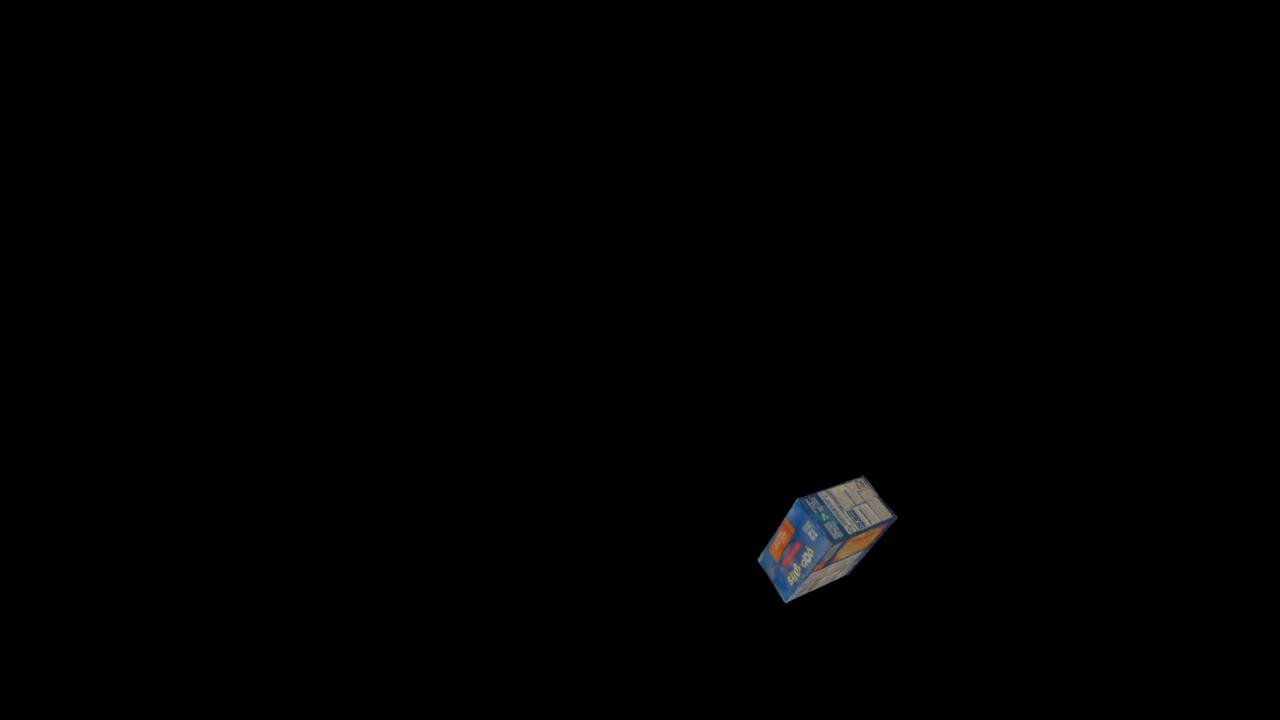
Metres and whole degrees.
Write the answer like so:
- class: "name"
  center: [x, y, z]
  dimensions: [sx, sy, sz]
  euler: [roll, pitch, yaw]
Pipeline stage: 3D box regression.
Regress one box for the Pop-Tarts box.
- class: "Pop-Tarts box"
  center: [0.280, 0.272, 0.936]
  dimensions: [0.141, 0.167, 0.083]
  euler: [-11, 46, -29]
